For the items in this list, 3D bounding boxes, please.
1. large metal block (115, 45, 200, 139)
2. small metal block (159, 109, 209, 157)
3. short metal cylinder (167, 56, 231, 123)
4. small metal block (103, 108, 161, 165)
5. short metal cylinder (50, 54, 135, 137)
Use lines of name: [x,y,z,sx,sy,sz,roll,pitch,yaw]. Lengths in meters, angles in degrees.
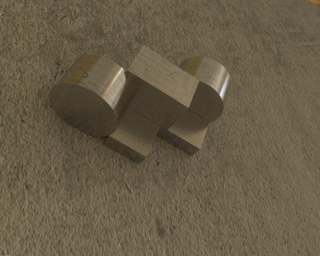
large metal block: [-0.010,-0.042,0.391,0.080,0.080,0.050,31,52,-9]
small metal block: [0.034,0.003,0.422,0.050,0.025,0.050,31,52,-8]
short metal cylinder: [0.053,-0.051,0.430,0.080,0.080,0.050,31,52,-9]
small metal block: [-0.034,0.009,0.382,0.050,0.025,0.050,31,52,-8]
short metal cylinder: [-0.075,-0.035,0.351,0.080,0.080,0.050,31,52,-9]
